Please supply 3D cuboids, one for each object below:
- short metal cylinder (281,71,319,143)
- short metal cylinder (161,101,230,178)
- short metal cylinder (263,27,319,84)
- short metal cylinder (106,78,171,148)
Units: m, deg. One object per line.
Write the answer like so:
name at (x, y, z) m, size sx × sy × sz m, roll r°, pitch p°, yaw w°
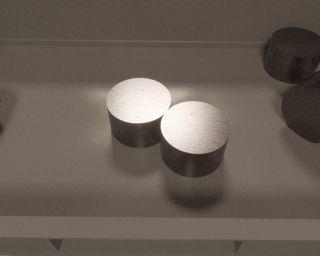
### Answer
short metal cylinder at (0.206, -0.028, 0.395) m, size 0.050 × 0.080 × 0.080 m, roll -32°, pitch 57°, yaw -24°
short metal cylinder at (0.041, 0.013, 0.378) m, size 0.081 × 0.050 × 0.080 m, roll 0°, pitch 50°, yaw 0°
short metal cylinder at (0.210, -0.115, 0.488) m, size 0.081 × 0.050 × 0.080 m, roll 0°, pitch 50°, yaw 0°
short metal cylinder at (-0.027, -0.020, 0.406) m, size 0.081 × 0.050 × 0.080 m, roll 0°, pitch 50°, yaw 0°
